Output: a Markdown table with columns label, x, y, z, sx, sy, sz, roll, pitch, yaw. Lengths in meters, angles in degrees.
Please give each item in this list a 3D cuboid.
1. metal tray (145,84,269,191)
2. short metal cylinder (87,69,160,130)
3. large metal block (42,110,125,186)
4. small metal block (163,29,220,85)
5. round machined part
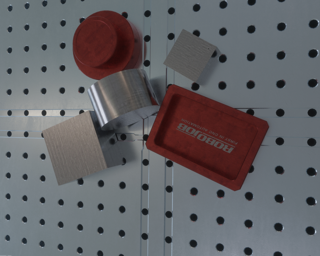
| label | x | y | z | sx | sy | sz | roll | pitch | yaw |
| --- | --- | --- | --- | --- | --- | --- | --- | --- | --- |
| metal tray | 0.057 | 0.010 | 0.389 | 0.130 | 0.030 | 0.089 | 25 | 98 | 18 |
| short metal cylinder | -0.046 | -0.035 | 0.400 | 0.080 | 0.080 | 0.050 | -25 | 82 | 18 |
| large metal block | -0.107 | 0.028 | 0.437 | 0.080 | 0.050 | 0.080 | -21 | 83 | 18 |
| small metal block | 0.041 | -0.091 | 0.398 | 0.050 | 0.025 | 0.050 | 33 | 101 | 16 |
| round machined part | -0.081 | -0.116 | 0.432 | 0.098 | 0.042 | 0.097 | 0 | 90 | 20 |
